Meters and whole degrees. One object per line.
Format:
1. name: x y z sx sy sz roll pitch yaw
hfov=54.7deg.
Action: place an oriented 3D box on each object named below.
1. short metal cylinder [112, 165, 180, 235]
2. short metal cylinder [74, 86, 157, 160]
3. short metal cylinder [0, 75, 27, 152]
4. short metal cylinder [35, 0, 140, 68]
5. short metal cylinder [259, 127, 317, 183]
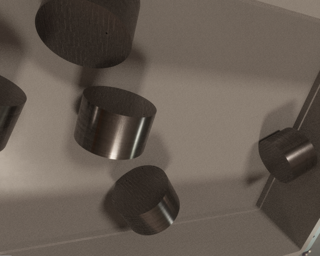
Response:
1. short metal cylinder: -0.019 0.098 0.425 0.080 0.080 0.050 -32 129 -8
2. short metal cylinder: -0.049 -0.008 0.342 0.081 0.080 0.050 4 116 -31
3. short metal cylinder: -0.167 -0.019 0.270 0.080 0.080 0.050 19 108 -36
4. short metal cylinder: -0.061 -0.098 0.273 0.080 0.050 0.080 5 152 3
5. short metal cylinder: 0.213 0.046 0.521 0.050 0.080 0.080 -27 128 -12
